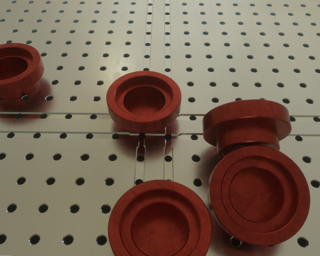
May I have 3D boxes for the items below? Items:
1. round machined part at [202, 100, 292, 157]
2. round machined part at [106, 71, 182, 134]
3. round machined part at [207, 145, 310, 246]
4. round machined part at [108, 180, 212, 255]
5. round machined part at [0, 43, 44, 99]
[{"bbox_3d":[0.100,0.009,0.357,0.099,0.098,0.042,1,66,0],"label":"round machined part"},{"bbox_3d":[-0.021,-0.031,0.422,0.099,0.042,0.098,0,50,0],"label":"round machined part"},{"bbox_3d":[0.099,0.070,0.325,0.099,0.042,0.098,0,73,0],"label":"round machined part"},{"bbox_3d":[0.000,0.104,0.309,0.099,0.042,0.098,0,50,0],"label":"round machined part"},{"bbox_3d":[-0.223,-0.081,0.462,0.099,0.042,0.098,0,50,0],"label":"round machined part"}]
